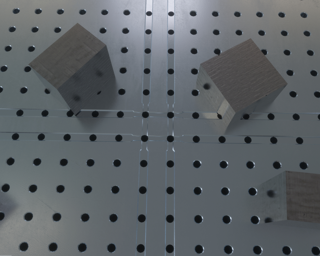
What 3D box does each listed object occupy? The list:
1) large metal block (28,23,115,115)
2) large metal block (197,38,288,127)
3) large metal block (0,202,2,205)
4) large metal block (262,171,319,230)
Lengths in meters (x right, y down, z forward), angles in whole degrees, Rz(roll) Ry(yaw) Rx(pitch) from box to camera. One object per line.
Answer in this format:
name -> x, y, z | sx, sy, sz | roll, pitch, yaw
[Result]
large metal block -> -0.111, -0.075, 0.409 | 0.050, 0.080, 0.080 | 39, 75, 13
large metal block -> 0.107, -0.061, 0.422 | 0.080, 0.050, 0.080 | -29, 73, -10
large metal block -> -0.255, 0.091, 0.364 | 0.080, 0.050, 0.080 | 39, 74, 13
large metal block -> 0.169, 0.085, 0.352 | 0.080, 0.080, 0.050 | 6, 70, 2
